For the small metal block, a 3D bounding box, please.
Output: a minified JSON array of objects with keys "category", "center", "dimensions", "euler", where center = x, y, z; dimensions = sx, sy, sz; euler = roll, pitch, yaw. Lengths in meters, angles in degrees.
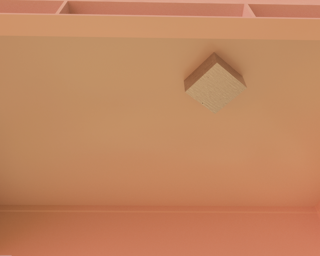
[{"category":"small metal block","center":[0.064,-0.052,0.365],"dimensions":[0.050,0.025,0.050],"euler":[33,123,-25]}]
